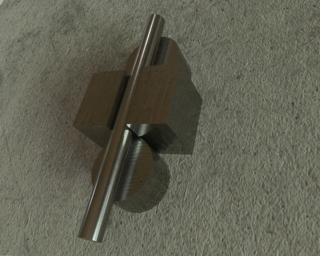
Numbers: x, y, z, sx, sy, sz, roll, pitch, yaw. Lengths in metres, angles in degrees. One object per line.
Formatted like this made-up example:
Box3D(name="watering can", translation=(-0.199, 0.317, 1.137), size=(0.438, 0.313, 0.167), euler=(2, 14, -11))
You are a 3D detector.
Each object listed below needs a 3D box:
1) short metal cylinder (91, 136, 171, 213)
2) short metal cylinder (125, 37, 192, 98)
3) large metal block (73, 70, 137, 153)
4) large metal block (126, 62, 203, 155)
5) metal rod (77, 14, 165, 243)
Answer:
Box3D(name="short metal cylinder", translation=(-0.034, 0.056, 0.373), size=(0.080, 0.050, 0.080), euler=(-13, 56, 20))
Box3D(name="short metal cylinder", translation=(-0.001, -0.082, 0.440), size=(0.080, 0.050, 0.080), euler=(-13, 56, 20))
Box3D(name="large metal block", translation=(-0.058, -0.019, 0.412), size=(0.050, 0.080, 0.080), euler=(-1, 61, 28))
Box3D(name="large metal block", translation=(0.010, -0.021, 0.377), size=(0.050, 0.080, 0.080), euler=(-1, 61, 28))
Box3D(name="metal rod", translation=(-0.037, -0.020, 0.372), size=(0.025, 0.025, 0.300), euler=(0, 61, 28))
